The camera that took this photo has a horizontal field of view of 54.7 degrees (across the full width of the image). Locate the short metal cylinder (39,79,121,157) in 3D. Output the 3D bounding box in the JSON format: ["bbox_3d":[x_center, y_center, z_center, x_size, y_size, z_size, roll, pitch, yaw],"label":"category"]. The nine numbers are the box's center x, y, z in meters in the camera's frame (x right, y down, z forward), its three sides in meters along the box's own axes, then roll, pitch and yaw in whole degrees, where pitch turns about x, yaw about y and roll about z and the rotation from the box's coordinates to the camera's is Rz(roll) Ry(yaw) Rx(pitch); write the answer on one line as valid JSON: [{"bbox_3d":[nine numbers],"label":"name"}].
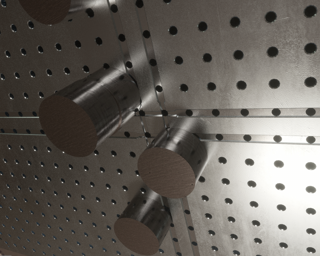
[{"bbox_3d":[-0.095,-0.012,0.371,0.080,0.050,0.079,13,124,20],"label":"short metal cylinder"}]

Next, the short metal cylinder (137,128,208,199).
[{"bbox_3d":[0.017,0.047,0.414,0.080,0.050,0.079,13,124,20],"label":"short metal cylinder"}]

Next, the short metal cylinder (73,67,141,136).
[{"bbox_3d":[-0.073,-0.035,0.410,0.080,0.050,0.079,13,124,20],"label":"short metal cylinder"}]

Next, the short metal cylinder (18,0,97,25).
[{"bbox_3d":[-0.119,-0.164,0.354,0.080,0.050,0.079,13,124,20],"label":"short metal cylinder"}]

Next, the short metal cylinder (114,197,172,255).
[{"bbox_3d":[-0.028,0.160,0.507,0.080,0.050,0.079,13,124,20],"label":"short metal cylinder"}]
